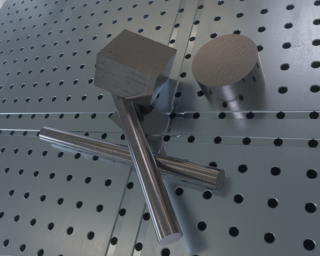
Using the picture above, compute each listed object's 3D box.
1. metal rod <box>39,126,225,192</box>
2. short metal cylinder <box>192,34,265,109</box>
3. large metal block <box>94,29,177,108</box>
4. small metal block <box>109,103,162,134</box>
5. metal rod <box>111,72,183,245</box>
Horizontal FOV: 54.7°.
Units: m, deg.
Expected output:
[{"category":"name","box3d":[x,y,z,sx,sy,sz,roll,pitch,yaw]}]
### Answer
[{"category":"metal rod","box3d":[-0.059,0.033,0.418,0.300,0.025,0.025,11,67,32]},{"category":"short metal cylinder","box3d":[0.086,-0.070,0.390,0.080,0.050,0.080,-13,56,21]},{"category":"large metal block","box3d":[-0.032,-0.083,0.421,0.080,0.050,0.080,23,44,6]},{"category":"small metal block","box3d":[-0.034,-0.015,0.435,0.050,0.025,0.050,-48,51,-6]},{"category":"metal rod","box3d":[-0.035,0.000,0.393,0.025,0.025,0.300,-30,51,9]}]
